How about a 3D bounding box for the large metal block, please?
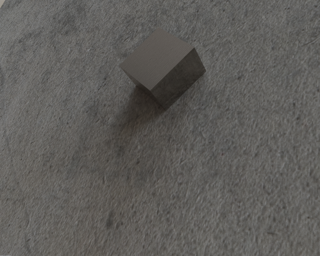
[{"bbox_3d":[0.003,-0.085,0.439,0.080,0.050,0.080,-45,51,-3],"label":"large metal block"}]
